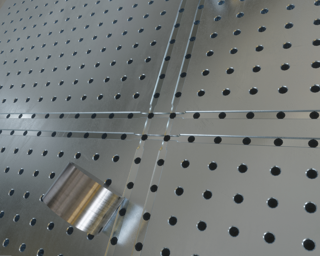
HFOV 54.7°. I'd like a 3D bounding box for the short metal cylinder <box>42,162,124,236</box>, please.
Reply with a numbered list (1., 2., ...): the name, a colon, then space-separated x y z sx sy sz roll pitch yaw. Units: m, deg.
1. short metal cylinder: -0.090 0.083 0.369 0.080 0.080 0.050 26 76 37
